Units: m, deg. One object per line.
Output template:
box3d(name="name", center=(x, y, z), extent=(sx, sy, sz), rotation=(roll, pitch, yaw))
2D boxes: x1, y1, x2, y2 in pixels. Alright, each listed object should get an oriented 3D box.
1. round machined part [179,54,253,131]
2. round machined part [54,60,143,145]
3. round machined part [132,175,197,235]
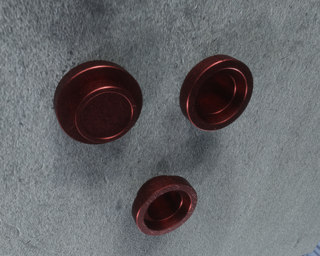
box3d(name="round machined part", center=(0.068, -0.048, 0.403), extent=(0.099, 0.042, 0.097), rotation=(-14, 124, -21))
box3d(name="round machined part", center=(-0.065, -0.022, 0.347), extent=(0.099, 0.042, 0.097), rotation=(-14, 124, -21))
box3d(name="round machined part", center=(0.003, 0.110, 0.466), extent=(0.099, 0.042, 0.097), rotation=(-14, 124, -21))
